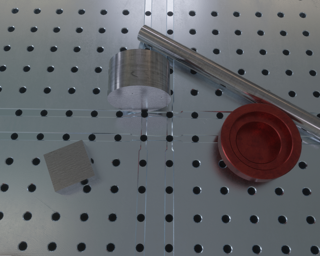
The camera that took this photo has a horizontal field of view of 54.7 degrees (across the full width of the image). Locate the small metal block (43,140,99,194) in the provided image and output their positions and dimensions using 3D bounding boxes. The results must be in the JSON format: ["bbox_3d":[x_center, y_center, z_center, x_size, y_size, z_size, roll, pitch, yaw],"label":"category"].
[{"bbox_3d":[-0.112,0.050,0.393,0.050,0.025,0.050,-22,72,-8],"label":"small metal block"}]

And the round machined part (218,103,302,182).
[{"bbox_3d":[0.123,0.021,0.396,0.099,0.042,0.098,0,70,0],"label":"round machined part"}]

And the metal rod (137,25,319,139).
[{"bbox_3d":[0.100,-0.067,0.436,0.301,0.025,0.025,31,73,10],"label":"metal rod"}]

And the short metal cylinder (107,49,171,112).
[{"bbox_3d":[-0.027,-0.059,0.404,0.081,0.080,0.050,-1,70,-1],"label":"short metal cylinder"}]
